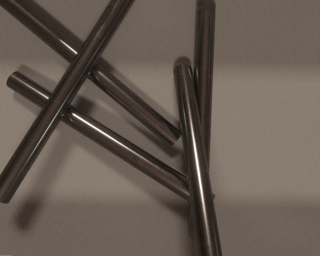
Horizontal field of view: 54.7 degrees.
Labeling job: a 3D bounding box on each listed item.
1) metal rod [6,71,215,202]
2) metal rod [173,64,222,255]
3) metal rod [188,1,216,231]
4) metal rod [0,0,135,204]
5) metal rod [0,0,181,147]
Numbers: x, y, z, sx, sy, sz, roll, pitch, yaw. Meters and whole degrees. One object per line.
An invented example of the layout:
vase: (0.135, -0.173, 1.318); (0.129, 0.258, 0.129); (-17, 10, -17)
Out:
metal rod: (-0.066, 0.015, 0.397); (0.301, 0.025, 0.025); (32, 90, 5)
metal rod: (0.044, 0.057, 0.350); (0.025, 0.025, 0.299); (-6, 65, 0)
metal rod: (0.056, -0.015, 0.412); (0.025, 0.025, 0.298); (2, 90, -1)
metal rod: (-0.114, -0.046, 0.379); (0.025, 0.025, 0.299); (30, 84, -1)
metal rod: (-0.093, -0.080, 0.410); (0.300, 0.025, 0.025); (40, 90, -1)
